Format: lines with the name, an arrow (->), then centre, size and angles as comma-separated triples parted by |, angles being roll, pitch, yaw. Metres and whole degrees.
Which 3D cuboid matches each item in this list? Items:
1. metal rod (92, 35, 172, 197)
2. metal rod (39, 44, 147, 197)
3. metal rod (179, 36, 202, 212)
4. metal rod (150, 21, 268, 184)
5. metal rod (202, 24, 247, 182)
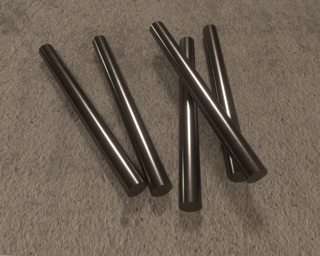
metal rod -> -0.050, -0.038, 0.434 | 0.025, 0.025, 0.300 | -16, 52, -13
metal rod -> -0.105, -0.029, 0.425 | 0.025, 0.025, 0.300 | -26, 55, -20
metal rod -> 0.039, -0.030, 0.428 | 0.025, 0.025, 0.300 | 2, 50, 1
metal rod -> 0.049, -0.056, 0.416 | 0.025, 0.025, 0.300 | -16, 52, -14
metal rod -> 0.090, -0.058, 0.453 | 0.025, 0.025, 0.300 | 0, 50, -1
